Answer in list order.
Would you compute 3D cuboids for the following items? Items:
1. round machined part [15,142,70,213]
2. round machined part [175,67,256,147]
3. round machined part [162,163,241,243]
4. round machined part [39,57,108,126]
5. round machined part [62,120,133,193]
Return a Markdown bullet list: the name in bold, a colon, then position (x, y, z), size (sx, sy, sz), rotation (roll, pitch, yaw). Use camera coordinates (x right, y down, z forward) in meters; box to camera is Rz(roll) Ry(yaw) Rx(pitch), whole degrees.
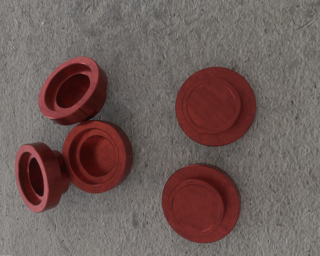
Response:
- **round machined part**: position (-0.166, 0.068, 0.447), size (0.098, 0.042, 0.097), rotation (8, 102, 41)
- **round machined part**: position (0.065, -0.026, 0.377), size (0.098, 0.042, 0.097), rotation (0, 90, 20)
- **round machined part**: position (0.048, 0.094, 0.383), size (0.098, 0.042, 0.097), rotation (0, 90, 20)
- **round machined part**: position (-0.113, -0.046, 0.426), size (0.098, 0.042, 0.098), rotation (-12, 58, 21)
- **round machined part**: position (-0.081, 0.038, 0.429), size (0.098, 0.042, 0.097), rotation (0, 90, 20)
